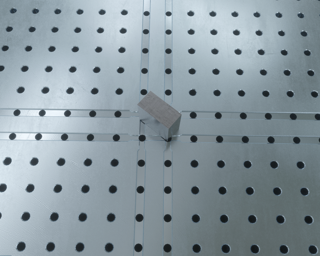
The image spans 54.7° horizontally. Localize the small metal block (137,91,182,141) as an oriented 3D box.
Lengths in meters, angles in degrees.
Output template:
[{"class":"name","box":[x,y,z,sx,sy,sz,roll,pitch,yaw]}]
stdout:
[{"class":"small metal block","box":[-0.001,-0.014,0.403,0.050,0.050,0.025,38,74,12]}]
